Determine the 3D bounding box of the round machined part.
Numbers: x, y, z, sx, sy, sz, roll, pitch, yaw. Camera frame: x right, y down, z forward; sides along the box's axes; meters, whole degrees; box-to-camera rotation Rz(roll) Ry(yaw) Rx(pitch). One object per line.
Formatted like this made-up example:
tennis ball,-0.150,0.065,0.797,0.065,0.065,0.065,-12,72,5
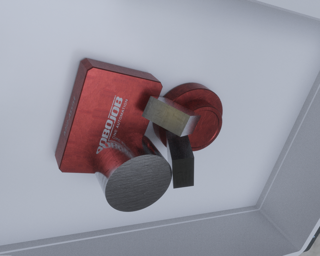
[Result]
round machined part,0.044,-0.008,0.416,0.099,0.042,0.097,-14,125,-21

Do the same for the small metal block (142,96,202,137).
small metal block,0.015,-0.014,0.358,0.025,0.050,0.050,-65,163,12

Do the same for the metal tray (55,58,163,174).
metal tray,-0.061,-0.007,0.364,0.091,0.030,0.129,8,114,-32

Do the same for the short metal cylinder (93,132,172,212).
short metal cylinder,-0.033,0.051,0.367,0.081,0.050,0.079,-14,125,-21

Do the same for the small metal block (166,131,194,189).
small metal block,0.024,0.037,0.378,0.025,0.050,0.050,-7,130,-3
